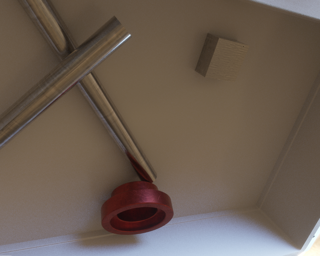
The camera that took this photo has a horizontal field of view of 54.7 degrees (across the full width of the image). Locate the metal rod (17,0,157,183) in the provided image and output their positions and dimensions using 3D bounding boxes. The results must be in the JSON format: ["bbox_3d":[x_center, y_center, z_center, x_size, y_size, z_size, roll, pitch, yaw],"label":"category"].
[{"bbox_3d":[-0.070,-0.032,0.351,0.025,0.025,0.299,-33,129,-7],"label":"metal rod"}]

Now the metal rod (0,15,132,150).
[{"bbox_3d":[-0.150,-0.001,0.305,0.300,0.025,0.025,-39,130,6],"label":"metal rod"}]

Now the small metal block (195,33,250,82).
[{"bbox_3d":[0.080,-0.090,0.399,0.050,0.025,0.050,3,117,-30],"label":"small metal block"}]

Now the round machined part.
[{"bbox_3d":[-0.033,0.110,0.435,0.099,0.042,0.097,-8,140,-6],"label":"round machined part"}]
